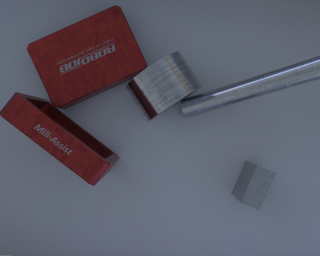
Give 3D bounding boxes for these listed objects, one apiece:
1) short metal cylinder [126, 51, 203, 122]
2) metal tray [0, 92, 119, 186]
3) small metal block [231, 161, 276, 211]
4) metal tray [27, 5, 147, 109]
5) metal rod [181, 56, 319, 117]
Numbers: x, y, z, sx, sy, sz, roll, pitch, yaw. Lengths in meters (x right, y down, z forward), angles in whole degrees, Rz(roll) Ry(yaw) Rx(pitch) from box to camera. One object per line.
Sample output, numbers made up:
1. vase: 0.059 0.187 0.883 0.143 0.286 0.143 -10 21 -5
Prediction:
1. short metal cylinder: 0.005 -0.051 0.384 0.080 0.080 0.050 -34 90 0
2. metal tray: -0.114 0.012 0.377 0.130 0.090 0.030 38 90 -1
3. small metal block: 0.120 0.072 0.401 0.025 0.050 0.050 23 90 0
4. metal tray: -0.093 -0.091 0.408 0.131 0.030 0.090 -25 90 -1
5. metal rod: 0.164 -0.064 0.350 0.300 0.025 0.025 -16 91 25
